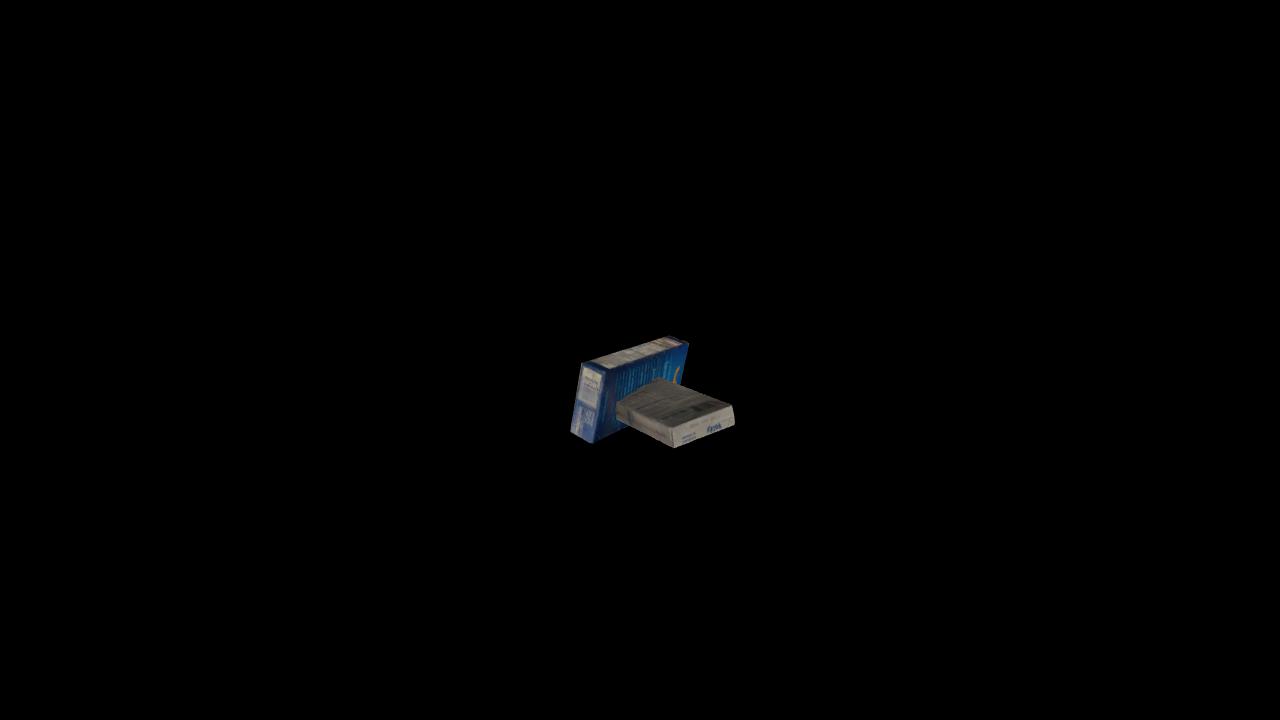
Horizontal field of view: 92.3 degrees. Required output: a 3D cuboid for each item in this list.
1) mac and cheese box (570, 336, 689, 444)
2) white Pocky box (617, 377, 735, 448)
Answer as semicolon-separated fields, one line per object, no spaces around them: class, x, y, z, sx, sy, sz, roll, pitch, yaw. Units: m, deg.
mac and cheese box;-0.008;0.031;0.769;0.041;0.093;0.184;22;23;30
white Pocky box;0.028;0.055;0.698;0.084;0.028;0.154;-18;18;-26
